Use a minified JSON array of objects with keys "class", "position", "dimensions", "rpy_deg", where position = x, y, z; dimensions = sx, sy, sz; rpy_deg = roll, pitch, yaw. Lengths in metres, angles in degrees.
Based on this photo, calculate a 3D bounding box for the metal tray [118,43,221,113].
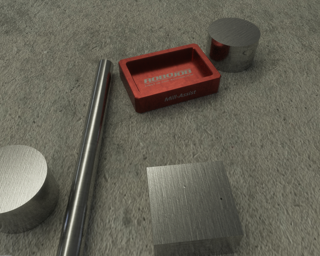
[{"class":"metal tray","position":[0.013,-0.078,0.465],"dimensions":[0.131,0.030,0.090],"rpy_deg":[-16,52,-13]}]

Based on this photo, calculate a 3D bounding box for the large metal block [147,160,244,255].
[{"class":"large metal block","position":[0.030,0.084,0.317],"dimensions":[0.081,0.050,0.080],"rpy_deg":[-5,50,-4]}]

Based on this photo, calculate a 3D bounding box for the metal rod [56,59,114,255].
[{"class":"metal rod","position":[-0.086,0.017,0.387],"dimensions":[0.025,0.025,0.300],"rpy_deg":[0,50,0]}]

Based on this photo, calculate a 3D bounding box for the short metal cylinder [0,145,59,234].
[{"class":"short metal cylinder","position":[-0.155,0.065,0.331],"dimensions":[0.081,0.050,0.080],"rpy_deg":[0,50,0]}]

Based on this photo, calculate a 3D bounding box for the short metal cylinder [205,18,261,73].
[{"class":"short metal cylinder","position":[0.116,-0.135,0.501],"dimensions":[0.081,0.050,0.080],"rpy_deg":[0,50,0]}]
